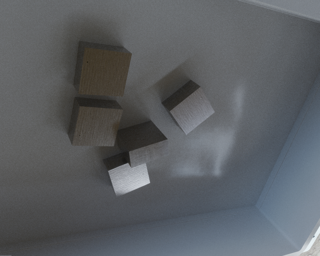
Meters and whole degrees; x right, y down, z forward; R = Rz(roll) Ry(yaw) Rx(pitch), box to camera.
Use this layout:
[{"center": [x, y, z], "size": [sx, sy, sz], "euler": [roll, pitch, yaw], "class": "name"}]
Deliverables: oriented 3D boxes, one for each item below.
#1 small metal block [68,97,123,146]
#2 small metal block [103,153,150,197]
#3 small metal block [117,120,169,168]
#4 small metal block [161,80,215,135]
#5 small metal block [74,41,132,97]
[{"center": [-0.076, -0.007, 0.364], "size": [0.050, 0.025, 0.050], "euler": [3, 117, -30], "class": "small metal block"}, {"center": [-0.045, 0.060, 0.423], "size": [0.050, 0.025, 0.050], "euler": [-21, 127, -16], "class": "small metal block"}, {"center": [-0.023, 0.019, 0.393], "size": [0.050, 0.050, 0.025], "euler": [-17, 125, -19], "class": "small metal block"}, {"center": [0.038, -0.027, 0.415], "size": [0.050, 0.025, 0.050], "euler": [-39, 130, -2], "class": "small metal block"}, {"center": [-0.063, -0.063, 0.336], "size": [0.050, 0.025, 0.050], "euler": [0, 118, -29], "class": "small metal block"}]
